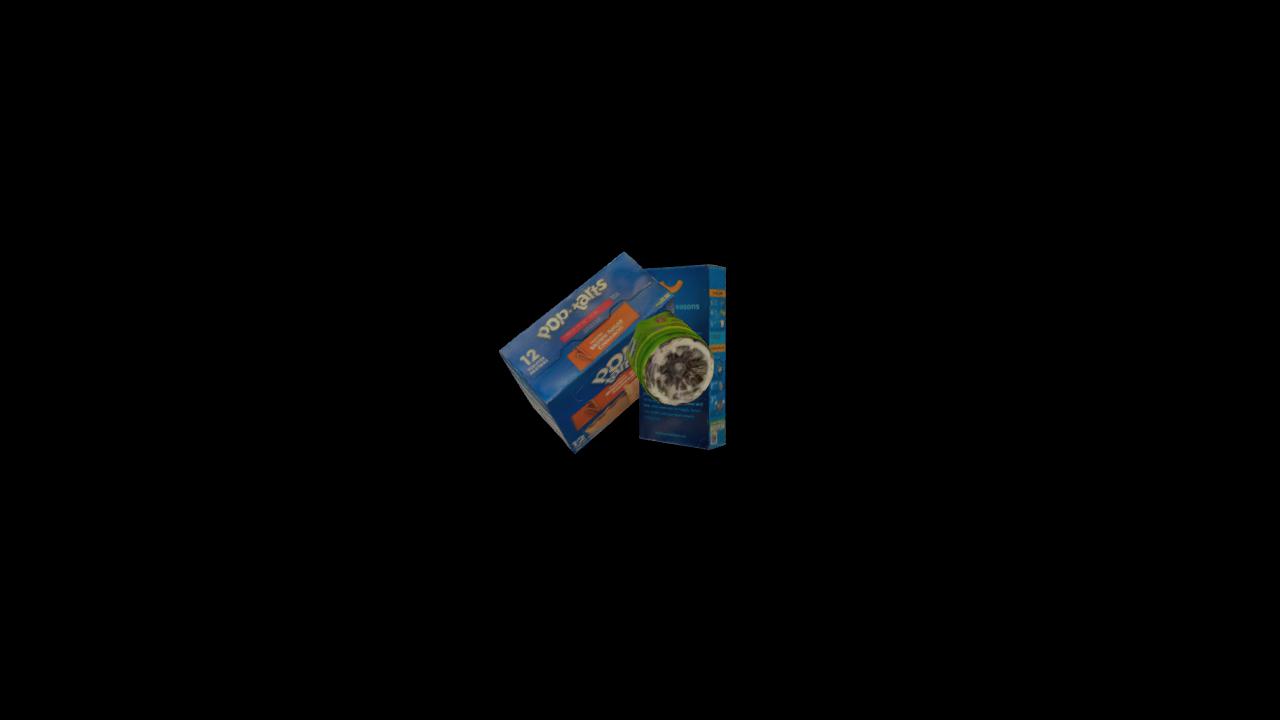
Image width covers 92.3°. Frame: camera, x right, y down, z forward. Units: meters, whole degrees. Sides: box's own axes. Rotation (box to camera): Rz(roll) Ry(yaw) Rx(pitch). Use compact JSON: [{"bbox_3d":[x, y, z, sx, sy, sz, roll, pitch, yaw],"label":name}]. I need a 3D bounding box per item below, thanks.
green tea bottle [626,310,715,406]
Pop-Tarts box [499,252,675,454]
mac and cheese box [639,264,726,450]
[{"bbox_3d":[0.011,-0.025,0.634,0.073,0.073,0.212,0,21,-15],"label":"green tea bottle"},{"bbox_3d":[-0.044,-0.003,0.656,0.083,0.167,0.141,42,-17,24],"label":"Pop-Tarts box"},{"bbox_3d":[0.044,-0.004,0.646,0.093,0.184,0.041,3,4,40],"label":"mac and cheese box"}]
